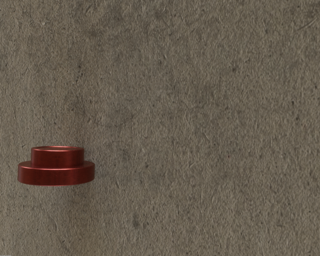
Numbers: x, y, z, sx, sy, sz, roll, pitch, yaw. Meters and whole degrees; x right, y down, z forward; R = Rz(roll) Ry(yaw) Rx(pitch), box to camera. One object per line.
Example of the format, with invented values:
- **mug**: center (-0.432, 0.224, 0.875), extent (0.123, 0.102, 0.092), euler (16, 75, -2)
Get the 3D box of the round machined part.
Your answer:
- **round machined part**: center (-0.138, 0.048, 0.420), extent (0.098, 0.098, 0.042), euler (3, 91, 20)
